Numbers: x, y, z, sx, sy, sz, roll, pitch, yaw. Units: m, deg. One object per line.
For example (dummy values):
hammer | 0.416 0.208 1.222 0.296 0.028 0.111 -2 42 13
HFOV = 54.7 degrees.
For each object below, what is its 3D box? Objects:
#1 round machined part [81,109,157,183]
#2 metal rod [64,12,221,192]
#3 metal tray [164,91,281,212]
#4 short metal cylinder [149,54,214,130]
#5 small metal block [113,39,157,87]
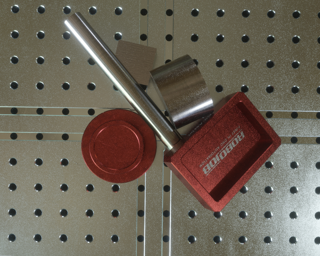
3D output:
round machined part | -0.054 0.024 0.403 0.099 0.042 0.097 0 90 -1
metal rod | -0.012 -0.018 0.396 0.025 0.025 0.300 -40 98 0
metal tray | 0.081 0.028 0.391 0.130 0.030 0.090 -43 98 -16
short metal cylinder | 0.026 -0.044 0.386 0.050 0.080 0.080 -25 90 0
small metal block | -0.034 -0.085 0.413 0.050 0.025 0.050 13 90 -1
